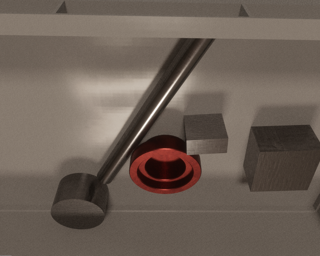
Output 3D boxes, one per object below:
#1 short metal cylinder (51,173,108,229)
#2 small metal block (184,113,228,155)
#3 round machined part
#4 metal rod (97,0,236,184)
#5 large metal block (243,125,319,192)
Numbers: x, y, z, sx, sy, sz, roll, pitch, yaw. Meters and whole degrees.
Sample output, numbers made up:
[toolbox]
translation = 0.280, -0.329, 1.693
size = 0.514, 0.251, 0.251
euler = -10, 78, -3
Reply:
[short metal cylinder]
translation = -0.125, 0.116, 0.490
size = 0.081, 0.050, 0.079
euler = 0, 130, 0
[small metal block]
translation = 0.058, 0.007, 0.400
size = 0.050, 0.050, 0.025
euler = -3, 130, 2
[round machined part]
translation = 0.007, 0.047, 0.437
size = 0.099, 0.042, 0.097
euler = 0, 133, 0
[metal rod]
translation = -0.010, -0.024, 0.388
size = 0.025, 0.025, 0.298
euler = 23, 126, -19
[large metal block]
translation = 0.167, 0.043, 0.432
size = 0.081, 0.050, 0.079
euler = -2, 130, 1
